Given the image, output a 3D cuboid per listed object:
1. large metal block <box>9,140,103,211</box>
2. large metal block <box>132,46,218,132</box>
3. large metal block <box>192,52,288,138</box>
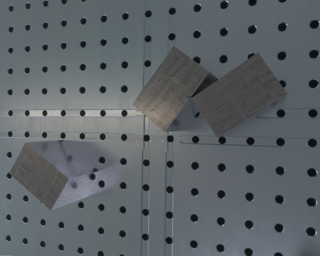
[{"bbox_3d":[-0.142,0.061,0.434,0.080,0.080,0.050,35,101,17],"label":"large metal block"},{"bbox_3d":[0.024,-0.043,0.375,0.050,0.080,0.080,40,103,15],"label":"large metal block"},{"bbox_3d":[0.092,-0.033,0.351,0.080,0.080,0.050,-34,79,17],"label":"large metal block"}]
